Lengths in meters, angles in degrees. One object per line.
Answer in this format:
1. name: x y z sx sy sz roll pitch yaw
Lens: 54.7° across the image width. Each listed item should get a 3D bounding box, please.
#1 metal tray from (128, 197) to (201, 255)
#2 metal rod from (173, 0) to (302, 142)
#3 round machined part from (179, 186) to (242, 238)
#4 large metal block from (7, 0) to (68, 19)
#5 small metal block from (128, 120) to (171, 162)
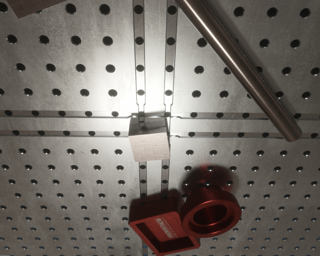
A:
1. metal tray: 0.011 0.183 0.564 0.090 0.030 0.130 -18 128 14
2. metal rod: 0.084 -0.078 0.346 0.025 0.025 0.300 -33 123 24
3. round machined part: 0.080 0.134 0.510 0.099 0.042 0.097 -6 128 -7
4. large metal block: -0.084 -0.141 0.254 0.080 0.080 0.050 -15 129 12
5. small metal block: -0.013 0.019 0.428 0.050 0.025 0.050 -6 130 4
